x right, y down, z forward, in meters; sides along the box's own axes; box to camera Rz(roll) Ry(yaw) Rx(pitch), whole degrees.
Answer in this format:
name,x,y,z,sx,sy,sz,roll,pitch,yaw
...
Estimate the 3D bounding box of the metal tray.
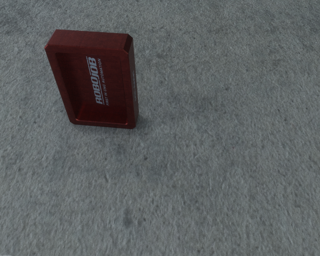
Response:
name,x,y,z,sx,sy,sz,roll,pitch,yaw
metal tray,-0.076,-0.054,0.380,0.090,0.129,0.030,5,50,4
